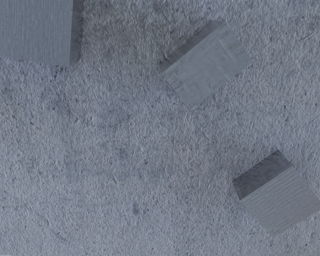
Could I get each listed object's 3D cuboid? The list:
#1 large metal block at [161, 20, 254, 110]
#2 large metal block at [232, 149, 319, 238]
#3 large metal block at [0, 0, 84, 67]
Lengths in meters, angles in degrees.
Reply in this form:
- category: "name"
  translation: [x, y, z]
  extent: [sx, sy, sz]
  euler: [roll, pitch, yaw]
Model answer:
- category: "large metal block"
  translation: [0.048, -0.075, 0.353]
  extent: [0.080, 0.080, 0.050]
  euler: [-38, 106, 13]
- category: "large metal block"
  translation: [0.161, 0.091, 0.431]
  extent: [0.080, 0.050, 0.080]
  euler: [-38, 106, 13]
- category: "large metal block"
  translation: [-0.134, -0.119, 0.351]
  extent: [0.081, 0.050, 0.079]
  euler: [9, 110, -4]
